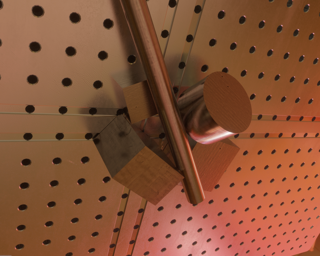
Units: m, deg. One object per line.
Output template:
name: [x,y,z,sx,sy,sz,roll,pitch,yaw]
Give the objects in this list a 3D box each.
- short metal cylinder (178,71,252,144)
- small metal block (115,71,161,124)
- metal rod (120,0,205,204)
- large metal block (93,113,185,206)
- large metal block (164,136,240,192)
short metal cylinder: [0.069,-0.024,0.391,0.081,0.080,0.050,9,157,-33]
small metal block: [-0.021,-0.039,0.377,0.050,0.025,0.050,-22,127,-16]
metal rod: [0.006,-0.033,0.356,0.025,0.025,0.298,-25,116,-13]
large metal block: [-0.027,0.038,0.385,0.050,0.080,0.080,-45,130,3]
large metal block: [0.055,0.041,0.452,0.080,0.050,0.080,19,108,-36]
